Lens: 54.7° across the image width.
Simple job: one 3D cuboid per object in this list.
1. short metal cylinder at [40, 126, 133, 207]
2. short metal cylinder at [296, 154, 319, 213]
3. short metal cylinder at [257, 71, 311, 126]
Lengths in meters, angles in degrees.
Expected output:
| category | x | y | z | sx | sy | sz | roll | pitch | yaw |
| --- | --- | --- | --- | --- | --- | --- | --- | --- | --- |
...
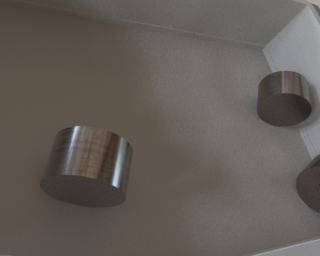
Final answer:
| category | x | y | z | sx | sy | sz | roll | pitch | yaw |
| --- | --- | --- | --- | --- | --- | --- | --- | --- | --- |
| short metal cylinder | -0.070 | 0.041 | 0.307 | 0.081 | 0.080 | 0.050 | 18 | 55 | -18 |
| short metal cylinder | 0.251 | 0.082 | 0.455 | 0.050 | 0.080 | 0.080 | -28 | 78 | -37 |
| short metal cylinder | 0.202 | -0.047 | 0.507 | 0.080 | 0.080 | 0.050 | 25 | 53 | -13 |
